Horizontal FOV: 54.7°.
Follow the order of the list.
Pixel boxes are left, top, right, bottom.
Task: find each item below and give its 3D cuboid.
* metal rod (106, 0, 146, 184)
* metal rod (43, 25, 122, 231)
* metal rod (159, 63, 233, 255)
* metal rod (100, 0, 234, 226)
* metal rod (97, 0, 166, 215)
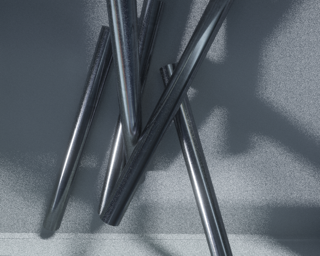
[{"bbox_3d":[-0.032,-0.033,0.332,0.025,0.025,0.298,0,136,0],"label":"metal rod"},{"bbox_3d":[-0.109,0.014,0.414,0.025,0.025,0.298,19,109,-8],"label":"metal rod"},{"bbox_3d":[0.051,0.068,0.375,0.025,0.025,0.298,-16,86,5],"label":"metal rod"},{"bbox_3d":[0.009,-0.024,0.358,0.025,0.025,0.299,27,92,-10],"label":"metal rod"},{"bbox_3d":[-0.043,-0.012,0.406,0.025,0.025,0.298,13,109,-5],"label":"metal rod"}]
